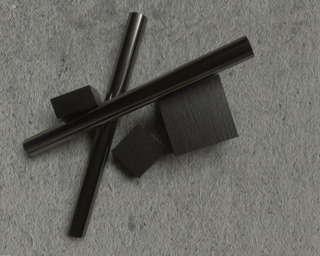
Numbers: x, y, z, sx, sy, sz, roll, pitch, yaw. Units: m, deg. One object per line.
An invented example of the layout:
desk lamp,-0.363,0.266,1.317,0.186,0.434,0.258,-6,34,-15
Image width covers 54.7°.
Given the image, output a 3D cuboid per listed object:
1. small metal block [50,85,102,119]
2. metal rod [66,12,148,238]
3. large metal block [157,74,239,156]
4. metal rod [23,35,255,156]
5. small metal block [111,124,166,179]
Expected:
small metal block,-0.104,-0.032,0.396,0.050,0.050,0.025,-20,90,0
metal rod,-0.070,-0.004,0.409,0.025,0.025,0.298,16,90,-1
large metal block,0.045,-0.016,0.398,0.080,0.050,0.080,-18,90,-1
metal rod,-0.038,-0.031,0.369,0.300,0.025,0.025,-23,91,16
small metal block,-0.028,0.030,0.410,0.050,0.025,0.050,44,90,-1
